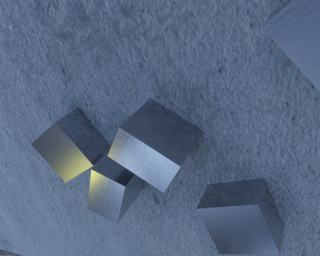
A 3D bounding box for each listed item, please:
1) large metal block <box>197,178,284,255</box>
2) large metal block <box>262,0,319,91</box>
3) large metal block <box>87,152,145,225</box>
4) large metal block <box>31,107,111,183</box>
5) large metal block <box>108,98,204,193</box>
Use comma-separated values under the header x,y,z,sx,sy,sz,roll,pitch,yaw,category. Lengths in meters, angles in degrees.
x,y,z,sx,sy,sz,roll,pitch,yaw,category
0.107,0.117,0.406,0.080,0.050,0.080,-15,111,33,large metal block
0.148,-0.088,0.258,0.080,0.050,0.080,46,129,-5,large metal block
-0.057,0.075,0.446,0.050,0.080,0.079,24,127,13,large metal block
-0.136,0.027,0.477,0.080,0.050,0.080,-32,101,38,large metal block
-0.004,0.019,0.384,0.080,0.080,0.050,32,128,6,large metal block
